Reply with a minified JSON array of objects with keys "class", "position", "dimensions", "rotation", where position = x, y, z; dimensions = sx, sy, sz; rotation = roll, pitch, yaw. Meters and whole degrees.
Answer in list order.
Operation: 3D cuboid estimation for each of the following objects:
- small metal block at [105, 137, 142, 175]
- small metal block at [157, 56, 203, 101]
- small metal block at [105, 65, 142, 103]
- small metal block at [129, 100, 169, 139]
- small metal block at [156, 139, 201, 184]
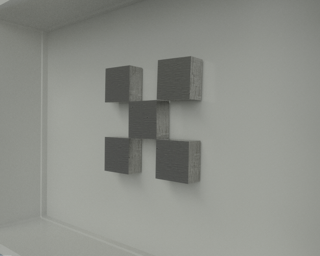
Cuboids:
[{"class":"small metal block","position":[-0.054,0.038,0.449],"dimensions":[0.050,0.025,0.050],"rotation":[1,91,40]},{"class":"small metal block","position":[0.024,-0.060,0.384],"dimensions":[0.050,0.025,0.050],"rotation":[3,92,40]},{"class":"small metal block","position":[-0.053,-0.062,0.448],"dimensions":[0.050,0.025,0.050],"rotation":[2,92,40]},{"class":"small metal block","position":[-0.015,-0.011,0.417],"dimensions":[0.050,0.025,0.050],"rotation":[1,91,40]},{"class":"small metal block","position":[0.022,0.040,0.386],"dimensions":[0.050,0.025,0.050],"rotation":[2,91,40]}]
